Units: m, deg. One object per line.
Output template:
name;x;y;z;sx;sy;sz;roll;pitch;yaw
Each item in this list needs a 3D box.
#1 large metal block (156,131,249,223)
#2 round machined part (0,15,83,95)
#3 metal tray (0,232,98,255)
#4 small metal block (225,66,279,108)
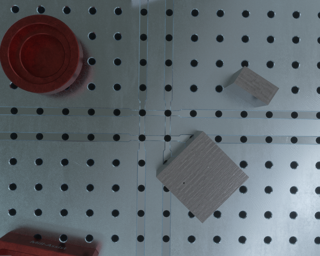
large metal block;0.052;0.060;0.402;0.080;0.050;0.080;-45;91;0
round machined part;-0.149;-0.092;0.403;0.099;0.042;0.097;0;90;-1
metal tray;-0.156;0.198;0.408;0.131;0.030;0.089;12;90;-1
small metal block;0.118;-0.052;0.402;0.050;0.050;0.025;33;90;-1
